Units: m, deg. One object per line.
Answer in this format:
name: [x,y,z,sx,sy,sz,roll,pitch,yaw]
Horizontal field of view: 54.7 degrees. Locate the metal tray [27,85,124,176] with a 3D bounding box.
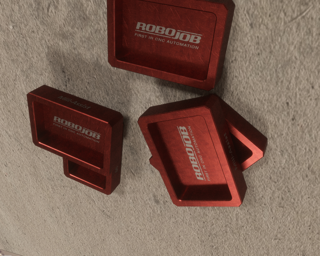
metal tray: [-0.117,0.003,0.425,0.130,0.030,0.089,20,126,15]

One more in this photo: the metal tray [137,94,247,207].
metal tray: [0.039,0.032,0.362,0.090,0.030,0.129,-9,114,31]

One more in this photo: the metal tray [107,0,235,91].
metal tray: [0.006,-0.100,0.336,0.130,0.030,0.089,17,125,18]

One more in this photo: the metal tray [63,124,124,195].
metal tray: [-0.105,0.035,0.478,0.090,0.030,0.129,20,126,16]

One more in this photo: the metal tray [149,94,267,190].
metal tray: [0.056,0.030,0.391,0.090,0.030,0.129,41,129,-1]
